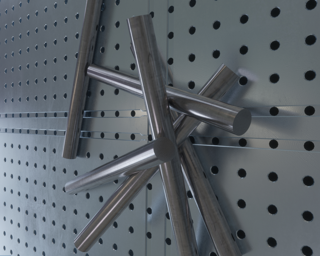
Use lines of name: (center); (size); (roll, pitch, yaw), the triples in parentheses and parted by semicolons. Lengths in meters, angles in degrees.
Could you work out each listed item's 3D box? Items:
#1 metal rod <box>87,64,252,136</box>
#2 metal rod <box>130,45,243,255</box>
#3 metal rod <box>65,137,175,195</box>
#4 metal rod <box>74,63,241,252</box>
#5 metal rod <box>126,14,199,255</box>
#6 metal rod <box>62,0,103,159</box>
metal rod: (-0.016, -0.048, 0.386); (0.300, 0.025, 0.025); (26, 107, 49)
metal rod: (0.025, 0.016, 0.389); (0.025, 0.025, 0.299); (-35, 68, 34)
metal rod: (-0.074, 0.062, 0.419); (0.299, 0.025, 0.025); (-28, 72, 53)
metal rod: (-0.014, 0.048, 0.378); (0.299, 0.025, 0.025); (-50, 60, 16)
metal rod: (0.009, 0.032, 0.344); (0.025, 0.025, 0.298); (0, 109, 40)
metal rod: (-0.128, -0.093, 0.516); (0.025, 0.025, 0.298); (20, 103, 38)
